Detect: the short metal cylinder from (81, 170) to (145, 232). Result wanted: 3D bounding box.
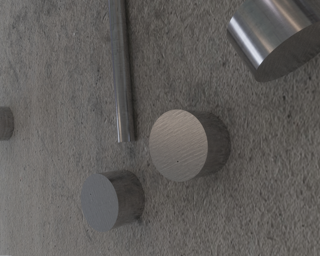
[{"bbox_3d":[-0.068,0.102,0.445,0.080,0.050,0.079,0,90,40],"label":"short metal cylinder"}]

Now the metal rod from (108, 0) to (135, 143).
[{"bbox_3d":[-0.060,-0.128,0.453,0.025,0.025,0.298,-8,85,40],"label":"metal rod"}]

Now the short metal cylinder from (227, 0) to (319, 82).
[{"bbox_3d":[0.108,-0.086,0.280,0.080,0.081,0.050,-40,66,33],"label":"short metal cylinder"}]

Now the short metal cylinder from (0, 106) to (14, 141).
[{"bbox_3d":[-0.372,-0.010,0.696,0.080,0.050,0.079,0,90,40],"label":"short metal cylinder"}]

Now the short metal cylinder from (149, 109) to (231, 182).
[{"bbox_3d":[0.034,0.019,0.361,0.080,0.050,0.079,0,90,40],"label":"short metal cylinder"}]
